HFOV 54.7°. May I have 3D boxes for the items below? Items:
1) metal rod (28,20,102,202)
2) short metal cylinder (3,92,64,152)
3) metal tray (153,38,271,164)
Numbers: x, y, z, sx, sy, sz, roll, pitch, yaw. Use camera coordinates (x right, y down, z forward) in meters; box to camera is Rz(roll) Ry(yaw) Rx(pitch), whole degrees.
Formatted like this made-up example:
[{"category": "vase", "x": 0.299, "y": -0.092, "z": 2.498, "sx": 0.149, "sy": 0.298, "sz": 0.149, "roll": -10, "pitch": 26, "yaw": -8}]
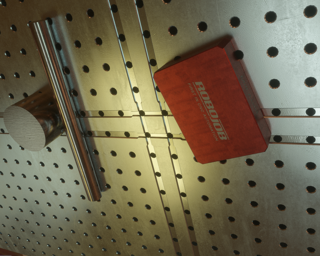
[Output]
[{"category": "metal rod", "x": -0.137, "y": -0.010, "z": 0.474, "sx": 0.025, "sy": 0.025, "sz": 0.298, "roll": 4, "pitch": 121, "yaw": 26}, {"category": "short metal cylinder", "x": -0.196, "y": -0.010, "z": 0.490, "sx": 0.080, "sy": 0.050, "sz": 0.079, "roll": 13, "pitch": 124, "yaw": 20}, {"category": "metal tray", "x": 0.061, "y": -0.025, "z": 0.359, "sx": 0.090, "sy": 0.030, "sz": 0.130, "roll": -17, "pitch": 110, "yaw": 34}]
